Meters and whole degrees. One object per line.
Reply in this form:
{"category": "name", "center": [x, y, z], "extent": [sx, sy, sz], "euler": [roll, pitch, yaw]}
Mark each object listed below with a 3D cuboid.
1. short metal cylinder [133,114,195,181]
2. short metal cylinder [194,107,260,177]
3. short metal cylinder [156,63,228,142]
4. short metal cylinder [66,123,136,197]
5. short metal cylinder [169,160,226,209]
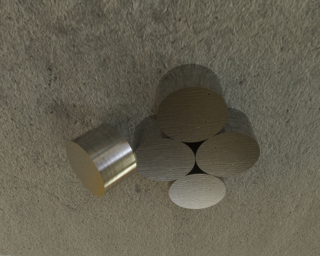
{"category": "short metal cylinder", "center": [0.005, 0.026, 0.415], "extent": [0.081, 0.050, 0.079], "euler": [0, 130, 0]}
{"category": "short metal cylinder", "center": [0.085, 0.019, 0.409], "extent": [0.081, 0.050, 0.079], "euler": [0, 130, 0]}
{"category": "short metal cylinder", "center": [0.036, -0.029, 0.368], "extent": [0.081, 0.050, 0.079], "euler": [0, 130, 0]}
{"category": "short metal cylinder", "center": [-0.076, 0.040, 0.399], "extent": [0.080, 0.050, 0.079], "euler": [31, 138, 33]}
{"category": "short metal cylinder", "center": [0.053, 0.075, 0.456], "extent": [0.081, 0.050, 0.079], "euler": [0, 130, 0]}
